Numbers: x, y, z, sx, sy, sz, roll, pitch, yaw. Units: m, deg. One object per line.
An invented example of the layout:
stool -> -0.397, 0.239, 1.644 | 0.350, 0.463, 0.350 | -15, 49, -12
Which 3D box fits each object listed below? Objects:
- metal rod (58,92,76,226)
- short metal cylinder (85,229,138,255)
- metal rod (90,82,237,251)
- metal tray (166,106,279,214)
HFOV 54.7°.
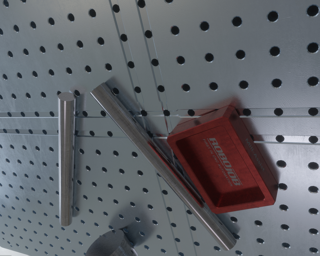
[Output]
metal rod -> -0.164, 0.071, 0.541 | 0.025, 0.025, 0.298 | 23, 127, 14
short metal cylinder -> -0.088, 0.233, 0.567 | 0.080, 0.080, 0.050 | -18, 109, 35
metal rod -> 0.009, 0.059, 0.442 | 0.025, 0.025, 0.300 | -34, 100, 38
metal tray -> 0.079, 0.045, 0.394 | 0.090, 0.030, 0.130 | -22, 107, 36
